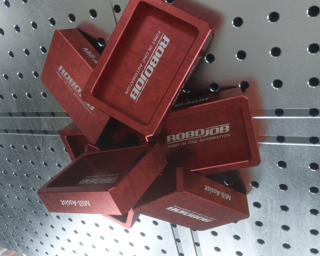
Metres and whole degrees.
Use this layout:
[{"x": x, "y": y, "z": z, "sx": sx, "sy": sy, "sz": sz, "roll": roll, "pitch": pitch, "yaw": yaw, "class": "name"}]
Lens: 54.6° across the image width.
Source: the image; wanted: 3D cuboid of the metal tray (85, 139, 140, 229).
[{"x": -0.066, "y": 0.081, "z": 0.454, "sx": 0.090, "sy": 0.030, "sz": 0.129, "roll": 24, "pitch": 127, "yaw": 13, "class": "metal tray"}]

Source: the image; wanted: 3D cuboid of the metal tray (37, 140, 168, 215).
[{"x": -0.067, "y": 0.057, "z": 0.356, "sx": 0.130, "sy": 0.090, "sz": 0.030, "roll": -10, "pitch": 113, "yaw": 37, "class": "metal tray"}]

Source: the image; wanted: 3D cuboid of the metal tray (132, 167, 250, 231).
[{"x": 0.041, "y": 0.098, "z": 0.404, "sx": 0.131, "sy": 0.030, "sz": 0.090, "roll": 27, "pitch": 138, "yaw": -33, "class": "metal tray"}]

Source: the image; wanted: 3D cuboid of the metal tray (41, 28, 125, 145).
[{"x": -0.099, "y": -0.054, "z": 0.406, "sx": 0.130, "sy": 0.030, "sz": 0.090, "roll": 48, "pitch": 131, "yaw": 14, "class": "metal tray"}]

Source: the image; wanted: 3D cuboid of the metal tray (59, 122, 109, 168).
[{"x": -0.094, "y": 0.052, "z": 0.491, "sx": 0.090, "sy": 0.030, "sz": 0.129, "roll": -5, "pitch": 116, "yaw": 29, "class": "metal tray"}]

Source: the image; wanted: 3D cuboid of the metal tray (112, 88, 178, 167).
[{"x": -0.022, "y": 0.006, "z": 0.423, "sx": 0.090, "sy": 0.030, "sz": 0.129, "roll": -6, "pitch": 114, "yaw": 28, "class": "metal tray"}]

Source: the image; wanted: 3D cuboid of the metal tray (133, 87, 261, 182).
[{"x": 0.045, "y": 0.011, "z": 0.368, "sx": 0.130, "sy": 0.030, "sz": 0.090, "roll": -12, "pitch": 113, "yaw": 14, "class": "metal tray"}]

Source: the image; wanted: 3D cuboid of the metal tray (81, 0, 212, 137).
[{"x": -0.014, "y": -0.066, "z": 0.331, "sx": 0.090, "sy": 0.030, "sz": 0.130, "roll": 30, "pitch": 95, "yaw": 9, "class": "metal tray"}]
